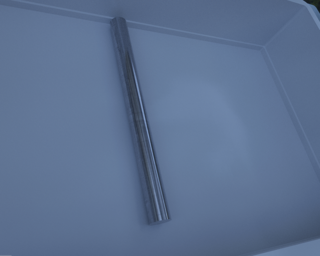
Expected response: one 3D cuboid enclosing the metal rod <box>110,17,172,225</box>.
[{"bbox_3d":[-0.031,-0.027,0.406,0.025,0.025,0.299,1,61,-28],"label":"metal rod"}]
